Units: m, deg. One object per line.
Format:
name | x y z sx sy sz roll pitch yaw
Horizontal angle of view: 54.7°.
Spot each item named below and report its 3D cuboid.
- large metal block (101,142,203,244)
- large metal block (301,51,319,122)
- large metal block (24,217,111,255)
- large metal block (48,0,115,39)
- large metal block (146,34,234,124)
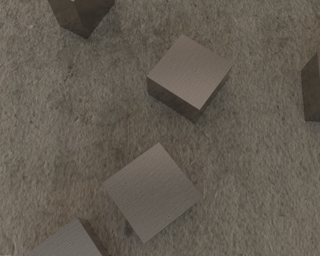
large metal block | -0.009 0.077 0.366 0.080 0.050 0.080 -36 74 -12
large metal block | 0.244 -0.052 0.417 0.080 0.050 0.080 5 70 1
large metal block | -0.097 0.156 0.337 0.080 0.050 0.080 -36 74 -12
large metal block | -0.113 -0.192 0.448 0.050 0.080 0.080 28 72 9
large metal block | 0.039 -0.066 0.419 0.080 0.050 0.080 34 73 11
